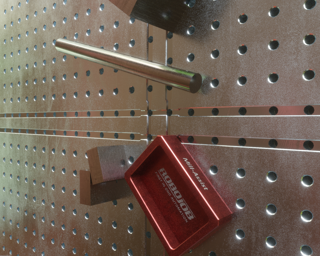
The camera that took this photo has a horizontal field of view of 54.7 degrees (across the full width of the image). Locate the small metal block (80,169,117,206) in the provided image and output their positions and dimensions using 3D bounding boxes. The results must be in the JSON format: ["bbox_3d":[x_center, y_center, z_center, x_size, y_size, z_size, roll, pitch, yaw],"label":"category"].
[{"bbox_3d":[-0.093,0.087,0.470,0.025,0.050,0.050,-2,89,40],"label":"small metal block"}]

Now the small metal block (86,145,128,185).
[{"bbox_3d":[-0.076,0.053,0.456,0.025,0.050,0.050,-22,76,38],"label":"small metal block"}]

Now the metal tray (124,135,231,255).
[{"bbox_3d":[0.016,0.084,0.392,0.090,0.030,0.130,-49,61,28],"label":"metal tray"}]

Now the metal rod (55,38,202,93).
[{"bbox_3d":[-0.066,-0.101,0.464,0.300,0.025,0.025,23,105,37],"label":"metal rod"}]

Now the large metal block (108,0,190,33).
[{"bbox_3d":[-0.005,-0.173,0.378,0.050,0.081,0.080,46,117,30],"label":"large metal block"}]
